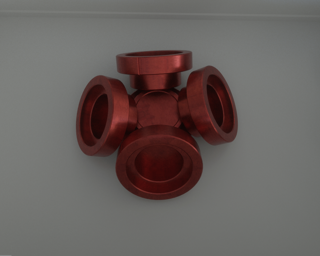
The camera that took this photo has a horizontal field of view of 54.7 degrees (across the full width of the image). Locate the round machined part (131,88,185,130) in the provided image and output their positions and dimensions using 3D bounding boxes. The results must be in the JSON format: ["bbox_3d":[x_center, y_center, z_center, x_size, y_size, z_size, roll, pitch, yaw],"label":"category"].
[{"bbox_3d":[-0.003,-0.014,0.403,0.099,0.042,0.098,0,70,-1],"label":"round machined part"}]

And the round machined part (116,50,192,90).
[{"bbox_3d":[-0.007,-0.077,0.407,0.099,0.098,0.042,-3,108,-2],"label":"round machined part"}]

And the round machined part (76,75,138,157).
[{"bbox_3d":[-0.064,-0.013,0.383,0.042,0.098,0.098,9,65,-37],"label":"round machined part"}]

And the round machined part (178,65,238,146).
[{"bbox_3d":[0.058,-0.025,0.390,0.042,0.098,0.098,-16,66,32],"label":"round machined part"}]

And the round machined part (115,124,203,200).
[{"bbox_3d":[-0.001,0.036,0.366,0.099,0.097,0.042,-1,34,-1],"label":"round machined part"}]
